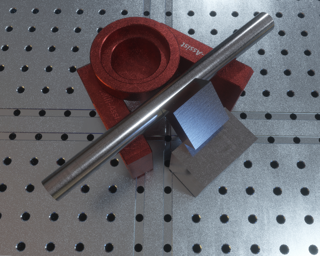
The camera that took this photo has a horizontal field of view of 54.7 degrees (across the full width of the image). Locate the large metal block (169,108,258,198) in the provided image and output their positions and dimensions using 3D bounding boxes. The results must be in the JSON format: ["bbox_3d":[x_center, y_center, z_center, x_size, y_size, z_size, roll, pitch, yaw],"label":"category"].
[{"bbox_3d":[0.059,0.032,0.368,0.080,0.080,0.050,-40,75,-13],"label":"large metal block"}]

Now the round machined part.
[{"bbox_3d":[-0.027,-0.075,0.357,0.099,0.042,0.098,0,70,-1],"label":"round machined part"}]

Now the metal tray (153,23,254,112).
[{"bbox_3d":[0.046,-0.073,0.403,0.130,0.090,0.030,30,74,10],"label":"metal tray"}]

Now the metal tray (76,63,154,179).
[{"bbox_3d":[-0.053,-0.008,0.379,0.030,0.090,0.130,-28,73,-10],"label":"metal tray"}]

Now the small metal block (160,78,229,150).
[{"bbox_3d":[0.037,-0.015,0.317,0.050,0.050,0.025,-41,31,-14],"label":"small metal block"}]

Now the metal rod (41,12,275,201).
[{"bbox_3d":[0.010,-0.032,0.328,0.301,0.025,0.025,-39,75,-13],"label":"metal rod"}]
